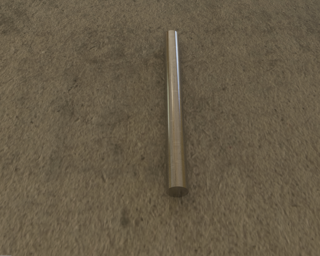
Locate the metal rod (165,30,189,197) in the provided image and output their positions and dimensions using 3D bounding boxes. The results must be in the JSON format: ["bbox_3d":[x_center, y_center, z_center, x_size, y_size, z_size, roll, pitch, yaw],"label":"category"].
[{"bbox_3d":[0.020,-0.044,0.440,0.025,0.025,0.300,0,50,0],"label":"metal rod"}]
